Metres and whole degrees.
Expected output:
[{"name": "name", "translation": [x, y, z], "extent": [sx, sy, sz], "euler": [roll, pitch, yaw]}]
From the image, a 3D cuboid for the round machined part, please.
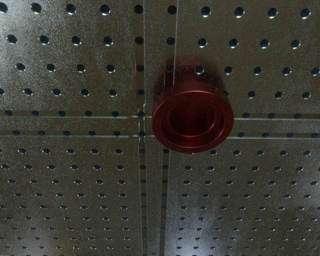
[{"name": "round machined part", "translation": [0.039, -0.017, 0.386], "extent": [0.099, 0.042, 0.097], "euler": [-1, 130, 0]}]
